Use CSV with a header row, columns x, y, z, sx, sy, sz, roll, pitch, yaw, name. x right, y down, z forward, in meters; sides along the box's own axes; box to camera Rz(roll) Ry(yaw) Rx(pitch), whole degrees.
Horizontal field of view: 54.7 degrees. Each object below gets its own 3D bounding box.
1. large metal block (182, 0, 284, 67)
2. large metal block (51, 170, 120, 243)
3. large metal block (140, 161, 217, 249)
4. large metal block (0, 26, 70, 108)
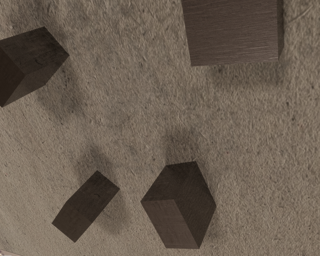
x,y,z,sx,sy,sz,roll,pitch,yaw,name
0.069,-0.106,0.288,0.080,0.050,0.079,2,120,27,large metal block
-0.122,0.130,0.514,0.050,0.080,0.080,40,129,1,large metal block
0.029,0.103,0.419,0.050,0.080,0.080,-13,112,33,large metal block
-0.183,-0.082,0.415,0.080,0.080,0.050,-34,100,38,large metal block
